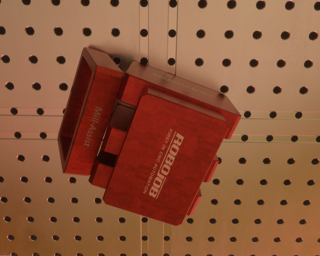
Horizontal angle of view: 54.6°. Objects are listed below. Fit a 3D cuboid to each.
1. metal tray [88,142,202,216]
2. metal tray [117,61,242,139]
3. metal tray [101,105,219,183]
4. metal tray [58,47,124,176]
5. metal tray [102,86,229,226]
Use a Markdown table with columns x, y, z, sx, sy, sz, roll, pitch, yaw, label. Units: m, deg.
| x | y | z | sx | sy | sz | roll | pitch | yaw | label |
| --- | --- | --- | --- | --- | --- | --- | --- | --- | --- |
| -0.017 | 0.057 | 0.399 | 0.131 | 0.090 | 0.030 | 20 | 109 | -8 | metal tray |
| 0.021 | -0.036 | 0.364 | 0.131 | 0.090 | 0.030 | 20 | 109 | -7 | metal tray |
| 0.000 | 0.016 | 0.383 | 0.131 | 0.090 | 0.030 | 18 | 108 | -8 | metal tray |
| -0.087 | -0.021 | 0.367 | 0.030 | 0.090 | 0.129 | 12 | 111 | -28 | metal tray |
| 0.003 | 0.032 | 0.326 | 0.090 | 0.030 | 0.129 | 20 | 109 | -7 | metal tray |
